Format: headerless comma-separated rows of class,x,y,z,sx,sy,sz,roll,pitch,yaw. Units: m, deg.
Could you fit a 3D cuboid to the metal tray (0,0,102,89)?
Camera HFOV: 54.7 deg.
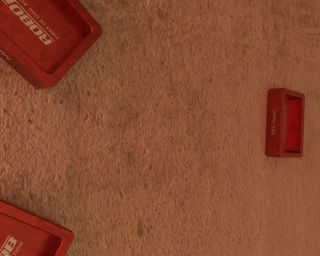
metal tray,-0.129,-0.112,0.292,0.130,0.030,0.090,48,62,-29

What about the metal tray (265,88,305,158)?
metal tray,0.247,-0.008,0.607,0.091,0.030,0.129,5,87,-40

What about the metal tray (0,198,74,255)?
metal tray,-0.149,0.136,0.276,0.090,0.030,0.130,40,66,-33
